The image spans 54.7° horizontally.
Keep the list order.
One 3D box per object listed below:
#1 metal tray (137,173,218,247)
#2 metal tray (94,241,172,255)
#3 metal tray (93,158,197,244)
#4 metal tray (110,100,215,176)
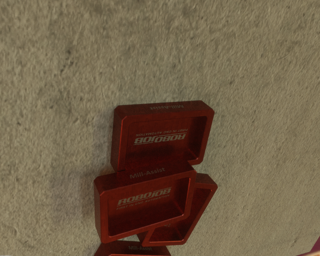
[{"bbox_3d":[0.026,0.132,0.501,0.091,0.030,0.129,13,112,-34],"label":"metal tray"},{"bbox_3d":[-0.054,0.235,0.521,0.131,0.030,0.090,19,108,-36],"label":"metal tray"},{"bbox_3d":[-0.019,0.095,0.413,0.131,0.030,0.089,-9,123,-24],"label":"metal tray"},{"bbox_3d":[0.003,0.013,0.414,0.131,0.030,0.089,-6,121,-26],"label":"metal tray"}]
